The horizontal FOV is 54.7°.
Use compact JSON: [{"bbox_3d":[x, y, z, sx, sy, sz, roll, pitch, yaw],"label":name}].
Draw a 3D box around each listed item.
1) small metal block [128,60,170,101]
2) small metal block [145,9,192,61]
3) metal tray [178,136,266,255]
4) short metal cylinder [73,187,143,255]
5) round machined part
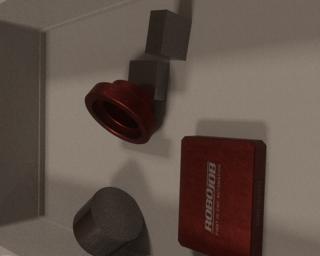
[{"bbox_3d":[-0.016,-0.064,0.418,0.050,0.025,0.050,10,96,39],"label":"small metal block"},{"bbox_3d":[0.011,-0.112,0.380,0.025,0.050,0.050,14,99,39],"label":"small metal block"},{"bbox_3d":[0.067,0.076,0.347,0.090,0.030,0.129,3,92,39],"label":"metal tray"},{"bbox_3d":[-0.071,0.129,0.427,0.050,0.081,0.080,-46,63,30],"label":"short metal cylinder"},{"bbox_3d":[-0.046,-0.025,0.409,0.098,0.098,0.042,9,55,39],"label":"round machined part"}]
